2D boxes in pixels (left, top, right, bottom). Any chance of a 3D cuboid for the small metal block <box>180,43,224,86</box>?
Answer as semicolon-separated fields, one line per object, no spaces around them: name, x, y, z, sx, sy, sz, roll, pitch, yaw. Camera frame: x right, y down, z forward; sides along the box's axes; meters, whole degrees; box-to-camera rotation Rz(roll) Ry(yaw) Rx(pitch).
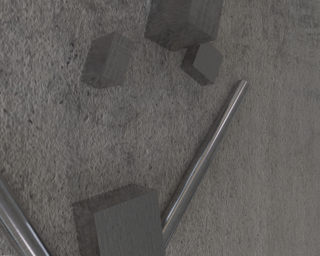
small metal block;0.063;-0.098;0.457;0.050;0.025;0.050;33;70;-35

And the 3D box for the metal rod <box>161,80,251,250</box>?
metal rod;0.066;0.043;0.459;0.025;0.025;0.300;48;62;-30

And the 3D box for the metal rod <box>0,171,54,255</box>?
metal rod;-0.114;0.142;0.309;0.025;0.025;0.299;-36;112;-34

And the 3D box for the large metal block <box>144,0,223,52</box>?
large metal block;0.031;-0.151;0.395;0.050;0.080;0.080;18;79;-39

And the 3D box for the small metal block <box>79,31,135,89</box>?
small metal block;-0.059;-0.072;0.339;0.025;0.050;0.050;24;75;-38

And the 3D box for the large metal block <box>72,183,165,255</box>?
large metal block;-0.045;0.116;0.351;0.081;0.050;0.079;-12;98;-39
